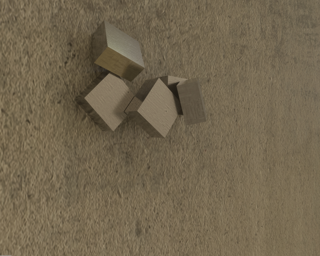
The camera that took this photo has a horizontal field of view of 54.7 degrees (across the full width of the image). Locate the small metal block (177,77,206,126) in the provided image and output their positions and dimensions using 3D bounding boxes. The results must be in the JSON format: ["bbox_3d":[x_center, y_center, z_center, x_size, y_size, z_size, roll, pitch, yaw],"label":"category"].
[{"bbox_3d":[0.041,-0.035,0.394,0.050,0.025,0.050,-60,137,-73],"label":"small metal block"}]

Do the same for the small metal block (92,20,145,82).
[{"bbox_3d":[-0.048,-0.087,0.352,0.050,0.025,0.050,24,38,-38],"label":"small metal block"}]

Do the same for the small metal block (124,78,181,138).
[{"bbox_3d":[-0.006,-0.023,0.369,0.050,0.025,0.050,45,63,-31],"label":"small metal block"}]

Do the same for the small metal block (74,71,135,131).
[{"bbox_3d":[-0.060,-0.031,0.357,0.050,0.025,0.050,-52,121,-27],"label":"small metal block"}]

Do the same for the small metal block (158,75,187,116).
[{"bbox_3d":[0.021,-0.042,0.426,0.050,0.025,0.050,2,89,-40],"label":"small metal block"}]
